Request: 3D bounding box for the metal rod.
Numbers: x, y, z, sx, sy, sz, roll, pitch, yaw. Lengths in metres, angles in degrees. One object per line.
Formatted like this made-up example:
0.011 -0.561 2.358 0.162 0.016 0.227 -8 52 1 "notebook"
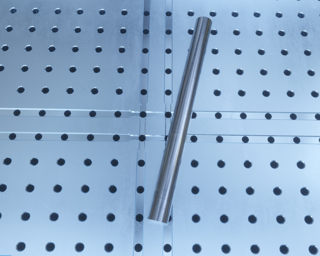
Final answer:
0.032 -0.024 0.421 0.025 0.025 0.299 13 70 4 "metal rod"
